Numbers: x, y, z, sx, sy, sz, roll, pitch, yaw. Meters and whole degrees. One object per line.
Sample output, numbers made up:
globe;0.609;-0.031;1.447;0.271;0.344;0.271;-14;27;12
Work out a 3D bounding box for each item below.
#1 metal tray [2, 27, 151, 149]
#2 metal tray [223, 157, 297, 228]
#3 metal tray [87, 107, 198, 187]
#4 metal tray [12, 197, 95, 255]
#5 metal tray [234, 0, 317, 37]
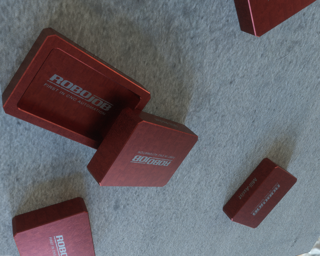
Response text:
metal tray;-0.085;-0.034;0.336;0.131;0.030;0.090;28;103;-38
metal tray;0.191;0.127;0.590;0.090;0.030;0.130;29;102;-38
metal tray;-0.016;0.030;0.390;0.131;0.030;0.090;16;112;-53
metal tray;-0.141;0.164;0.429;0.091;0.030;0.129;-14;124;-21
metal tray;0.151;-0.183;0.375;0.130;0.030;0.090;-33;129;-7
